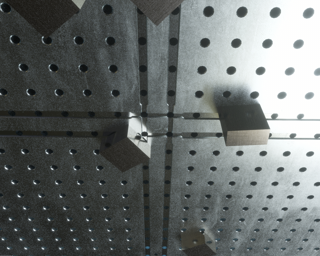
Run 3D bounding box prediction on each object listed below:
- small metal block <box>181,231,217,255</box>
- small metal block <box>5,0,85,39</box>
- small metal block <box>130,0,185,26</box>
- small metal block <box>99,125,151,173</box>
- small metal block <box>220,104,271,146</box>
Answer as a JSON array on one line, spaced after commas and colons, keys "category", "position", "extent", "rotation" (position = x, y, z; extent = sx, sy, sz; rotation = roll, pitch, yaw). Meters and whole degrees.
[{"category": "small metal block", "position": [0.077, 0.233, 0.610], "extent": [0.050, 0.025, 0.050], "rotation": [-25, 126, 20]}, {"category": "small metal block", "position": [-0.112, -0.126, 0.304], "extent": [0.050, 0.025, 0.050], "rotation": [-30, 124, 23]}, {"category": "small metal block", "position": [-0.003, -0.136, 0.296], "extent": [0.050, 0.025, 0.050], "rotation": [-37, 121, 27]}, {"category": "small metal block", "position": [-0.048, 0.030, 0.437], "extent": [0.050, 0.025, 0.050], "rotation": [-29, 125, 22]}, {"category": "small metal block", "position": [0.106, -0.004, 0.392], "extent": [0.050, 0.050, 0.025], "rotation": [-3, 130, 2]}]
